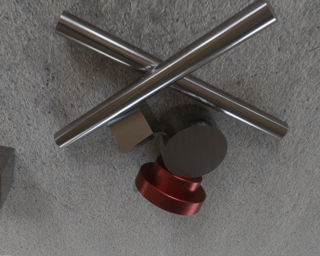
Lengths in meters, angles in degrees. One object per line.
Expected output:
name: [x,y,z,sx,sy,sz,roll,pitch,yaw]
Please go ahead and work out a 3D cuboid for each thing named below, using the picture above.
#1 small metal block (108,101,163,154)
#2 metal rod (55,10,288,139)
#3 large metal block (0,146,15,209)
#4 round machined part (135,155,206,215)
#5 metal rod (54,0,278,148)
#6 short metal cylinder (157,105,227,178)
small metal block: [-0.032,-0.003,0.386,0.050,0.050,0.025,-35,167,25]
metal rod: [0.030,-0.052,0.363,0.302,0.025,0.025,23,126,-19]
large metal block: [-0.260,0.065,0.442,0.081,0.050,0.079,14,129,-12]
round machined part: [0.019,0.072,0.427,0.099,0.098,0.042,19,106,-16]
metal rod: [-0.020,-0.042,0.339,0.299,0.025,0.025,-27,126,32]
short metal cylinder: [0.039,0.017,0.396,0.081,0.050,0.079,-6,123,-8]
